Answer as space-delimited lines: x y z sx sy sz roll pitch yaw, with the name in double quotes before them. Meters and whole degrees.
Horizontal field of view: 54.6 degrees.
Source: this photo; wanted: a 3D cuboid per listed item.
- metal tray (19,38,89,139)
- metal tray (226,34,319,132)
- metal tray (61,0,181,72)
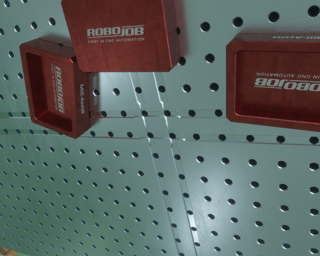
"metal tray" -0.151 -0.055 0.454 0.090 0.030 0.129 19 126 17
"metal tray" 0.134 -0.045 0.309 0.130 0.030 0.089 8 122 24
"metal tray" -0.045 -0.113 0.363 0.130 0.030 0.090 5 121 26
